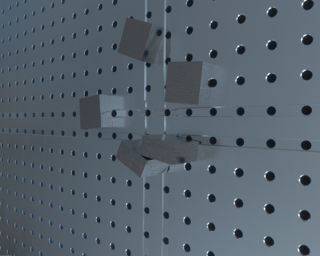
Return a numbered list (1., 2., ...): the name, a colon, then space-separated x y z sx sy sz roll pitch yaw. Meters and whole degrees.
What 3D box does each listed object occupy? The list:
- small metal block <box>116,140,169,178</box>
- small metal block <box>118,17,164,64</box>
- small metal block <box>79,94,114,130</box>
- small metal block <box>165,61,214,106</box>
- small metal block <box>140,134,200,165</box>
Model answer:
1. small metal block: -0.021 0.039 0.408 0.050 0.050 0.025 33 111 35
2. small metal block: -0.027 -0.121 0.430 0.050 0.025 0.050 28 107 36
3. small metal block: -0.101 -0.024 0.490 0.050 0.025 0.050 -6 87 39
4. small metal block: 0.035 -0.054 0.379 0.050 0.025 0.050 9 96 39
5. small metal block: 0.012 0.025 0.381 0.050 0.050 0.025 13 98 39
